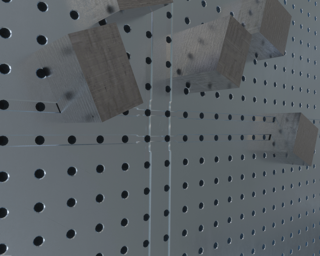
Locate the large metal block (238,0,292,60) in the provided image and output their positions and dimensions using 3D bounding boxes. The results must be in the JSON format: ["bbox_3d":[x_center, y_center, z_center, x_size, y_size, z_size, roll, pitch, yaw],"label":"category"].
[{"bbox_3d":[0.181,-0.176,0.542,0.080,0.050,0.080,25,74,-37],"label":"large metal block"}]

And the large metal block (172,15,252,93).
[{"bbox_3d":[0.072,-0.099,0.432,0.050,0.080,0.080,27,73,-37],"label":"large metal block"}]

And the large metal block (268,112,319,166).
[{"bbox_3d":[0.264,0.023,0.612,0.080,0.050,0.080,29,72,-36],"label":"large metal block"}]

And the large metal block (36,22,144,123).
[{"bbox_3d":[-0.072,-0.052,0.312,0.050,0.080,0.080,-30,109,-36],"label":"large metal block"}]

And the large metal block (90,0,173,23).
[{"bbox_3d":[-0.040,-0.174,0.358,0.081,0.050,0.080,-26,106,-37],"label":"large metal block"}]
